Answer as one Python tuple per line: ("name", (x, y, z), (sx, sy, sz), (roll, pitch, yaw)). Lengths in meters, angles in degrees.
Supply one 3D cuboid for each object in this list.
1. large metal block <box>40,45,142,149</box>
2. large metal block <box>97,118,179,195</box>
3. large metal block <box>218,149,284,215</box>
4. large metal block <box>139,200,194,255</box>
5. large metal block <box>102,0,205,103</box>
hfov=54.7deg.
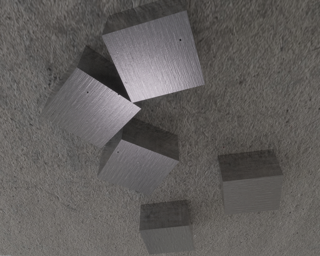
("large metal block", (-0.077, -0.034, 0.361), (0.080, 0.050, 0.080), (33, 123, -25))
("large metal block", (-0.030, 0.038, 0.423), (0.080, 0.050, 0.080), (22, 127, -18))
("large metal block", (0.132, 0.082, 0.461), (0.080, 0.050, 0.080), (-8, 130, 6))
("large metal block", (0.013, 0.173, 0.538), (0.080, 0.050, 0.080), (-8, 130, 6))
("large metal block", (-0.004, -0.081, 0.321), (0.080, 0.050, 0.080), (-13, 129, 11))
